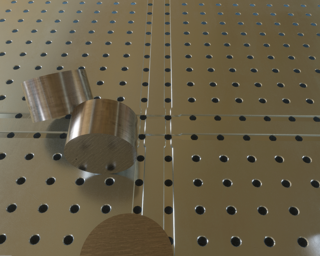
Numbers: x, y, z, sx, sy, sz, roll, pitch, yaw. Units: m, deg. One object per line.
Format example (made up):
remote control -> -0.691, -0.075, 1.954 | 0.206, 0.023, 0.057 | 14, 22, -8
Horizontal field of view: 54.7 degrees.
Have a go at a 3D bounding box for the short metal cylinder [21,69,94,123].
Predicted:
short metal cylinder -> -0.129, -0.041, 0.397 | 0.080, 0.050, 0.080 | -14, 7, 2

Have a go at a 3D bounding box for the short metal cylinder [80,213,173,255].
short metal cylinder -> -0.029, 0.127, 0.285 | 0.081, 0.050, 0.080 | 0, 50, 0

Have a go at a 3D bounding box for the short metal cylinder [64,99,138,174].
short metal cylinder -> -0.066, 0.012, 0.361 | 0.081, 0.080, 0.050 | -1, 50, -1
